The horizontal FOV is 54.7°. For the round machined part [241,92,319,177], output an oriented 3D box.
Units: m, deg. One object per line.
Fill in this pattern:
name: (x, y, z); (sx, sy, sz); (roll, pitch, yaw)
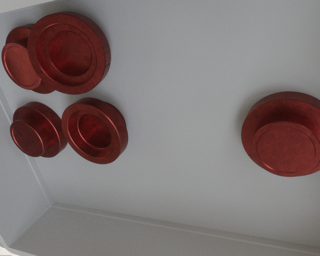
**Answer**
round machined part: (0.137, 0.014, 0.334); (0.098, 0.042, 0.097); (13, 124, 21)

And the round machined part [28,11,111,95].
round machined part: (-0.108, -0.094, 0.386); (0.098, 0.042, 0.097); (5, 118, 9)

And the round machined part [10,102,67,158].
round machined part: (-0.206, 0.009, 0.512); (0.098, 0.042, 0.097); (13, 124, 21)

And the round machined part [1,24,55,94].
round machined part: (-0.180, -0.092, 0.436); (0.098, 0.042, 0.097); (13, 124, 21)

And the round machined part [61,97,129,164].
round machined part: (-0.088, 0.000, 0.444); (0.098, 0.042, 0.097); (13, 124, 21)
